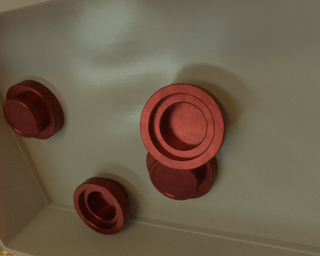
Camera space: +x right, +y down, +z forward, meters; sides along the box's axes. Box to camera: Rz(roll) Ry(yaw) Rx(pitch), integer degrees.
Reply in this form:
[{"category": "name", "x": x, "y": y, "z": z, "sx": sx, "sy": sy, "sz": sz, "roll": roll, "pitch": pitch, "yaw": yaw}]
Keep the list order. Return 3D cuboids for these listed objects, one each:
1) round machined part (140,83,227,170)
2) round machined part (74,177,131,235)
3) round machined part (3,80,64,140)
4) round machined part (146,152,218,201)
[{"category": "round machined part", "x": 0.030, "y": -0.003, "z": 0.364, "sx": 0.098, "sy": 0.042, "sz": 0.097, "roll": 2, "pitch": 96, "yaw": 20}, {"category": "round machined part", "x": -0.091, "y": 0.124, "z": 0.515, "sx": 0.098, "sy": 0.042, "sz": 0.097, "roll": 10, "pitch": 115, "yaw": 23}, {"category": "round machined part", "x": -0.206, "y": -0.023, "z": 0.489, "sx": 0.098, "sy": 0.042, "sz": 0.097, "roll": 13, "pitch": 124, "yaw": 20}, {"category": "round machined part", "x": 0.025, "y": 0.059, "z": 0.420, "sx": 0.098, "sy": 0.042, "sz": 0.097, "roll": 13, "pitch": 124, "yaw": 20}]
